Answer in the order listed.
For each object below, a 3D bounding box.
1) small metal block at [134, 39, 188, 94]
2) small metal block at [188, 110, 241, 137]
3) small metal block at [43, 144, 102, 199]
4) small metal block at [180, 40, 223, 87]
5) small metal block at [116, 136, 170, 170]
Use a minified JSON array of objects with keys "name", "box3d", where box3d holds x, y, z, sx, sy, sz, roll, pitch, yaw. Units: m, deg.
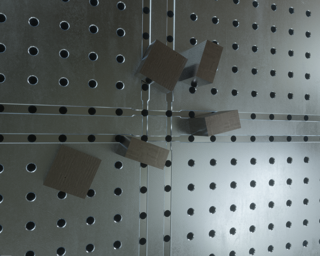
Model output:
[{"name":"small metal block","box3d":[0.001,-0.081,0.413,0.050,0.025,0.050,29,81,-18]},{"name":"small metal block","box3d":[0.074,-0.007,0.426,0.050,0.050,0.025,-13,95,-20]},{"name":"small metal block","box3d":[-0.106,0.051,0.374,0.050,0.025,0.050,25,82,-18]},{"name":"small metal block","box3d":[0.055,-0.085,0.419,0.025,0.050,0.050,19,84,-19]},{"name":"small metal block","box3d":[-0.023,0.030,0.391,0.050,0.050,0.025,21,83,-19]}]
